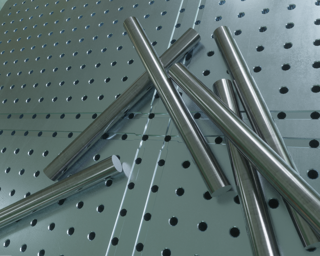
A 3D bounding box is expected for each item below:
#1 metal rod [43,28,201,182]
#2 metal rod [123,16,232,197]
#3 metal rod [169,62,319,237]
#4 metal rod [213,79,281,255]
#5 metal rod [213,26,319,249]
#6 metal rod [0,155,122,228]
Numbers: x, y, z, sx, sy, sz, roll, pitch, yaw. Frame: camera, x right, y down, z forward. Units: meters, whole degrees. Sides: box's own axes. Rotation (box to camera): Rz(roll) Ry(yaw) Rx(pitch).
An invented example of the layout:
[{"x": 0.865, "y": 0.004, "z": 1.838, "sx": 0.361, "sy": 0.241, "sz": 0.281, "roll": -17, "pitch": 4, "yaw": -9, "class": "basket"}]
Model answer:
[{"x": -0.054, "y": -0.036, "z": 0.459, "sx": 0.300, "sy": 0.025, "sz": 0.025, "roll": -45, "pitch": 51, "yaw": -3, "class": "metal rod"}, {"x": 0.010, "y": -0.048, "z": 0.409, "sx": 0.025, "sy": 0.025, "sz": 0.299, "roll": -31, "pitch": 59, "yaw": 8, "class": "metal rod"}, {"x": 0.092, "y": 0.018, "z": 0.315, "sx": 0.025, "sy": 0.025, "sz": 0.300, "roll": -39, "pitch": 51, "yaw": 2, "class": "metal rod"}, {"x": 0.093, "y": 0.069, "z": 0.317, "sx": 0.025, "sy": 0.025, "sz": 0.300, "roll": -18, "pitch": 54, "yaw": 18, "class": "metal rod"}, {"x": 0.114, "y": -0.017, "z": 0.359, "sx": 0.025, "sy": 0.025, "sz": 0.300, "roll": -23, "pitch": 53, "yaw": 15, "class": "metal rod"}, {"x": -0.189, "y": 0.111, "z": 0.440, "sx": 0.300, "sy": 0.025, "sz": 0.025, "roll": -26, "pitch": 53, "yaw": 12, "class": "metal rod"}]
